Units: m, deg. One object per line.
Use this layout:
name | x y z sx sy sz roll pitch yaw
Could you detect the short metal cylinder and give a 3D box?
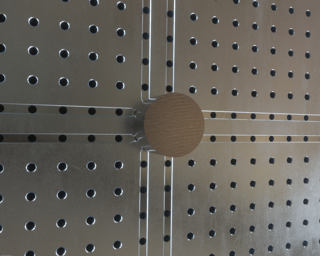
short metal cylinder | 0.010 -0.004 0.403 0.081 0.050 0.080 0 90 -20
